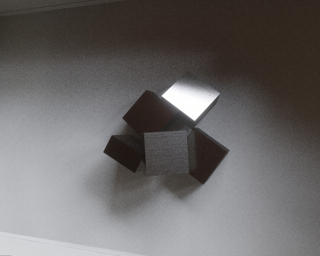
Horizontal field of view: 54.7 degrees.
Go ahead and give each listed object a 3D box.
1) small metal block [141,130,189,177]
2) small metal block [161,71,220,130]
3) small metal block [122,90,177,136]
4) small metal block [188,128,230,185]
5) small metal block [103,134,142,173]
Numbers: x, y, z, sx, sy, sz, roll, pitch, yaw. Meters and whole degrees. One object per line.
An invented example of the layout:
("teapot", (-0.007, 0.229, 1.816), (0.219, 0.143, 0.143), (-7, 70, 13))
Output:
("small metal block", (0.005, 0.029, 0.368), (0.050, 0.025, 0.050), (-3, 89, -13))
("small metal block", (0.037, -0.035, 0.383), (0.050, 0.025, 0.050), (39, 69, 15))
("small metal block", (-0.013, -0.014, 0.411), (0.050, 0.025, 0.050), (45, 104, 14))
("small metal block", (0.051, 0.034, 0.390), (0.050, 0.025, 0.050), (37, 101, 16))
("small metal block", (-0.037, 0.032, 0.407), (0.050, 0.050, 0.025), (31, 100, 17))
